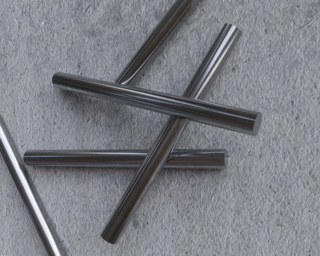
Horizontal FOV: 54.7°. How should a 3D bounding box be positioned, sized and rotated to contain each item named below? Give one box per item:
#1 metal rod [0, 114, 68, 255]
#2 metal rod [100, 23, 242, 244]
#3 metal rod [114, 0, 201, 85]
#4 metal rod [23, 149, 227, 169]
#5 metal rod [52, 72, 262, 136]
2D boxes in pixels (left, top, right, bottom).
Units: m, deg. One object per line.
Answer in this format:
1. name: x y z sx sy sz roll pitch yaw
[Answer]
1. metal rod: -0.198 0.112 0.478 0.025 0.025 0.299 -33 80 17
2. metal rod: 0.013 0.008 0.381 0.025 0.025 0.299 31 92 17
3. metal rod: 0.041 -0.169 0.394 0.025 0.025 0.299 43 103 15
4. metal rod: -0.061 0.042 0.430 0.301 0.025 0.025 -2 90 19
5. metal rod: -0.027 -0.038 0.386 0.300 0.025 0.025 15 95 31
